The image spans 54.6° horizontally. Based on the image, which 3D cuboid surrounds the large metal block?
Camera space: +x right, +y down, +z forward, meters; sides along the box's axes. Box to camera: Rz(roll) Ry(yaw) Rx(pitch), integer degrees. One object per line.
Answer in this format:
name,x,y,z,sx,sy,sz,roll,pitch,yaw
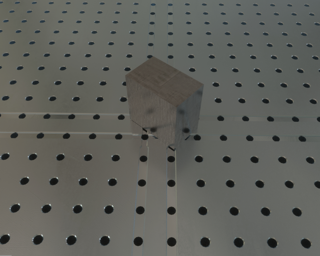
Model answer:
large metal block,0.005,-0.032,0.399,0.080,0.080,0.050,34,58,25
